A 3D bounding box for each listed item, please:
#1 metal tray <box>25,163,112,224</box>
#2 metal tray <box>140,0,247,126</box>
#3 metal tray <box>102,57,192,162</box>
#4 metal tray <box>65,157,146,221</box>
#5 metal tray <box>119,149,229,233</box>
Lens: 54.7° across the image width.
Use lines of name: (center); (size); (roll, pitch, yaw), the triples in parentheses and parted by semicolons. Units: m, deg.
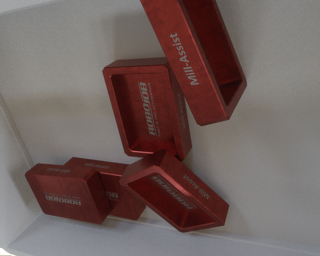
metal tray: (-0.151, 0.106, 0.509); (0.130, 0.030, 0.089); (0, 119, 27)
metal tray: (0.039, -0.079, 0.296); (0.030, 0.090, 0.129); (-15, 111, 34)
metal tray: (-0.014, -0.022, 0.397); (0.090, 0.030, 0.129); (3, 120, 26)
metal tray: (-0.094, 0.099, 0.514); (0.130, 0.030, 0.089); (4, 120, 25)
metal tray: (0.019, 0.091, 0.427); (0.130, 0.030, 0.090); (42, 137, -17)
